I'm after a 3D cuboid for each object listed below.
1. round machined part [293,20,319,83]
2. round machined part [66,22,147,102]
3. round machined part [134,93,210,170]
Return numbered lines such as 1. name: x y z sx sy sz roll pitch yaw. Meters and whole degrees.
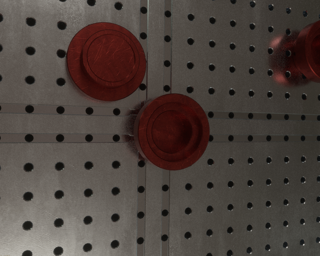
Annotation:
1. round machined part: 0.257 -0.121 0.501 0.099 0.042 0.097 0 90 -21
2. round machined part: -0.063 -0.082 0.381 0.099 0.042 0.097 0 90 -21
3. round machined part: 0.012 0.005 0.409 0.099 0.042 0.097 0 90 -20
